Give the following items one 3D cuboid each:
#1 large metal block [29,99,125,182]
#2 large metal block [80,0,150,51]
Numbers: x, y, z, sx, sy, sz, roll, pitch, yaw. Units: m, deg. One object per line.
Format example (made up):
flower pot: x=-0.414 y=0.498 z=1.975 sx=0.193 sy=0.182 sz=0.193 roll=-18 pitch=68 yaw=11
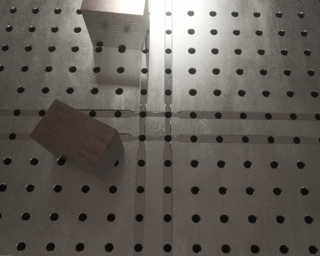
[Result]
large metal block: x=-0.094 y=0.019 z=0.375 sx=0.080 sy=0.080 sz=0.050 roll=26 pitch=72 yaw=9
large metal block: x=-0.059 y=-0.157 z=0.439 sx=0.080 sy=0.080 sz=0.050 roll=6 pitch=70 yaw=2
